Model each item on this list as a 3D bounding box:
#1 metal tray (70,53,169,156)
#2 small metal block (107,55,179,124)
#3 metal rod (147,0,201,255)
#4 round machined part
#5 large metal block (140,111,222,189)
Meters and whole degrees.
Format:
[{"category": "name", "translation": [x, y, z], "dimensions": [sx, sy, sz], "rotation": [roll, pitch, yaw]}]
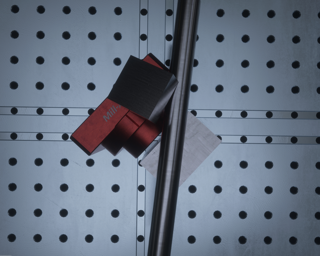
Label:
[{"category": "metal tray", "translation": [-0.044, -0.026, 0.380], "dimensions": [0.030, 0.090, 0.130], "rotation": [43, 90, 0]}, {"category": "small metal block", "translation": [-0.017, -0.039, 0.315], "dimensions": [0.050, 0.025, 0.050], "rotation": [28, 88, 18]}, {"category": "metal rod", "translation": [0.014, 0.011, 0.333], "dimensions": [0.025, 0.025, 0.298], "rotation": [7, 90, -1]}, {"category": "round machined part", "translation": [-0.022, -0.001, 0.380], "dimensions": [0.042, 0.098, 0.098], "rotation": [42, 90, 0]}, {"category": "large metal block", "translation": [0.023, 0.027, 0.383], "dimensions": [0.050, 0.080, 0.080], "rotation": [43, 90, -1]}]
